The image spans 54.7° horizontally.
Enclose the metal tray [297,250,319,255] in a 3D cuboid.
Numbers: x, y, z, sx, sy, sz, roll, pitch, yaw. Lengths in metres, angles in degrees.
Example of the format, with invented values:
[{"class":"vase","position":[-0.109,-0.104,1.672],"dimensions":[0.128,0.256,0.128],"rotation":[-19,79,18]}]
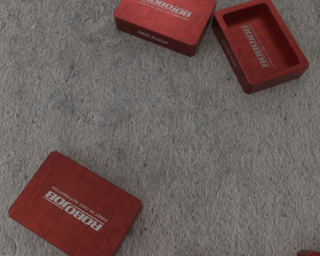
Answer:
[{"class":"metal tray","position":[0.217,0.193,0.336],"dimensions":[0.131,0.030,0.090],"rotation":[12,70,4]}]

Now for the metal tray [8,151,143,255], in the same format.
[{"class":"metal tray","position":[-0.097,0.097,0.369],"dimensions":[0.130,0.030,0.090],"rotation":[28,72,10]}]

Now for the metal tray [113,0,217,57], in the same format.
[{"class":"metal tray","position":[0.008,-0.171,0.468],"dimensions":[0.130,0.030,0.090],"rotation":[23,72,8]}]

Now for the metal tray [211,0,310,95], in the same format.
[{"class":"metal tray","position":[0.142,-0.122,0.450],"dimensions":[0.091,0.030,0.130],"rotation":[-19,71,-7]}]
